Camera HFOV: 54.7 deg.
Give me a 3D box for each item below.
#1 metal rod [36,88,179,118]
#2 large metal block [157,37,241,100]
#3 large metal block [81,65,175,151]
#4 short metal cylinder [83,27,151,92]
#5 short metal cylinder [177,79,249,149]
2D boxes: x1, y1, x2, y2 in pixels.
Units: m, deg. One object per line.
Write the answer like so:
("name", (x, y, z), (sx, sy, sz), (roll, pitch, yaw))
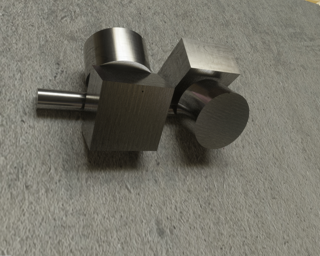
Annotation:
("metal rod", (-0.006, -0.028, 0.421), (0.303, 0.025, 0.025), (2, 61, -27))
("large metal block", (0.053, -0.078, 0.445), (0.081, 0.080, 0.050), (1, 61, -28))
("large metal block", (-0.039, -0.021, 0.354), (0.081, 0.079, 0.050), (3, 26, -27))
("short metal cylinder", (-0.053, -0.078, 0.388), (0.081, 0.080, 0.050), (3, 60, -27))
("short metal cylinder", (0.069, -0.019, 0.411), (0.081, 0.079, 0.050), (2, 26, -27))
